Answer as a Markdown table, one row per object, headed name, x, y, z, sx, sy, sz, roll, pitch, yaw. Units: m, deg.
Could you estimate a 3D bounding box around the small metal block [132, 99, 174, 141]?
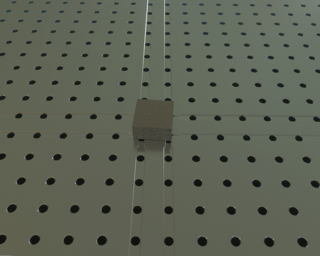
| name | x | y | z | sx | sy | sz | roll | pitch | yaw |
| --- | --- | --- | --- | --- | --- | --- | --- | --- | --- |
| small metal block | -0.008 | -0.011 | 0.417 | 0.050 | 0.025 | 0.050 | 4 | 50 | 3 |
